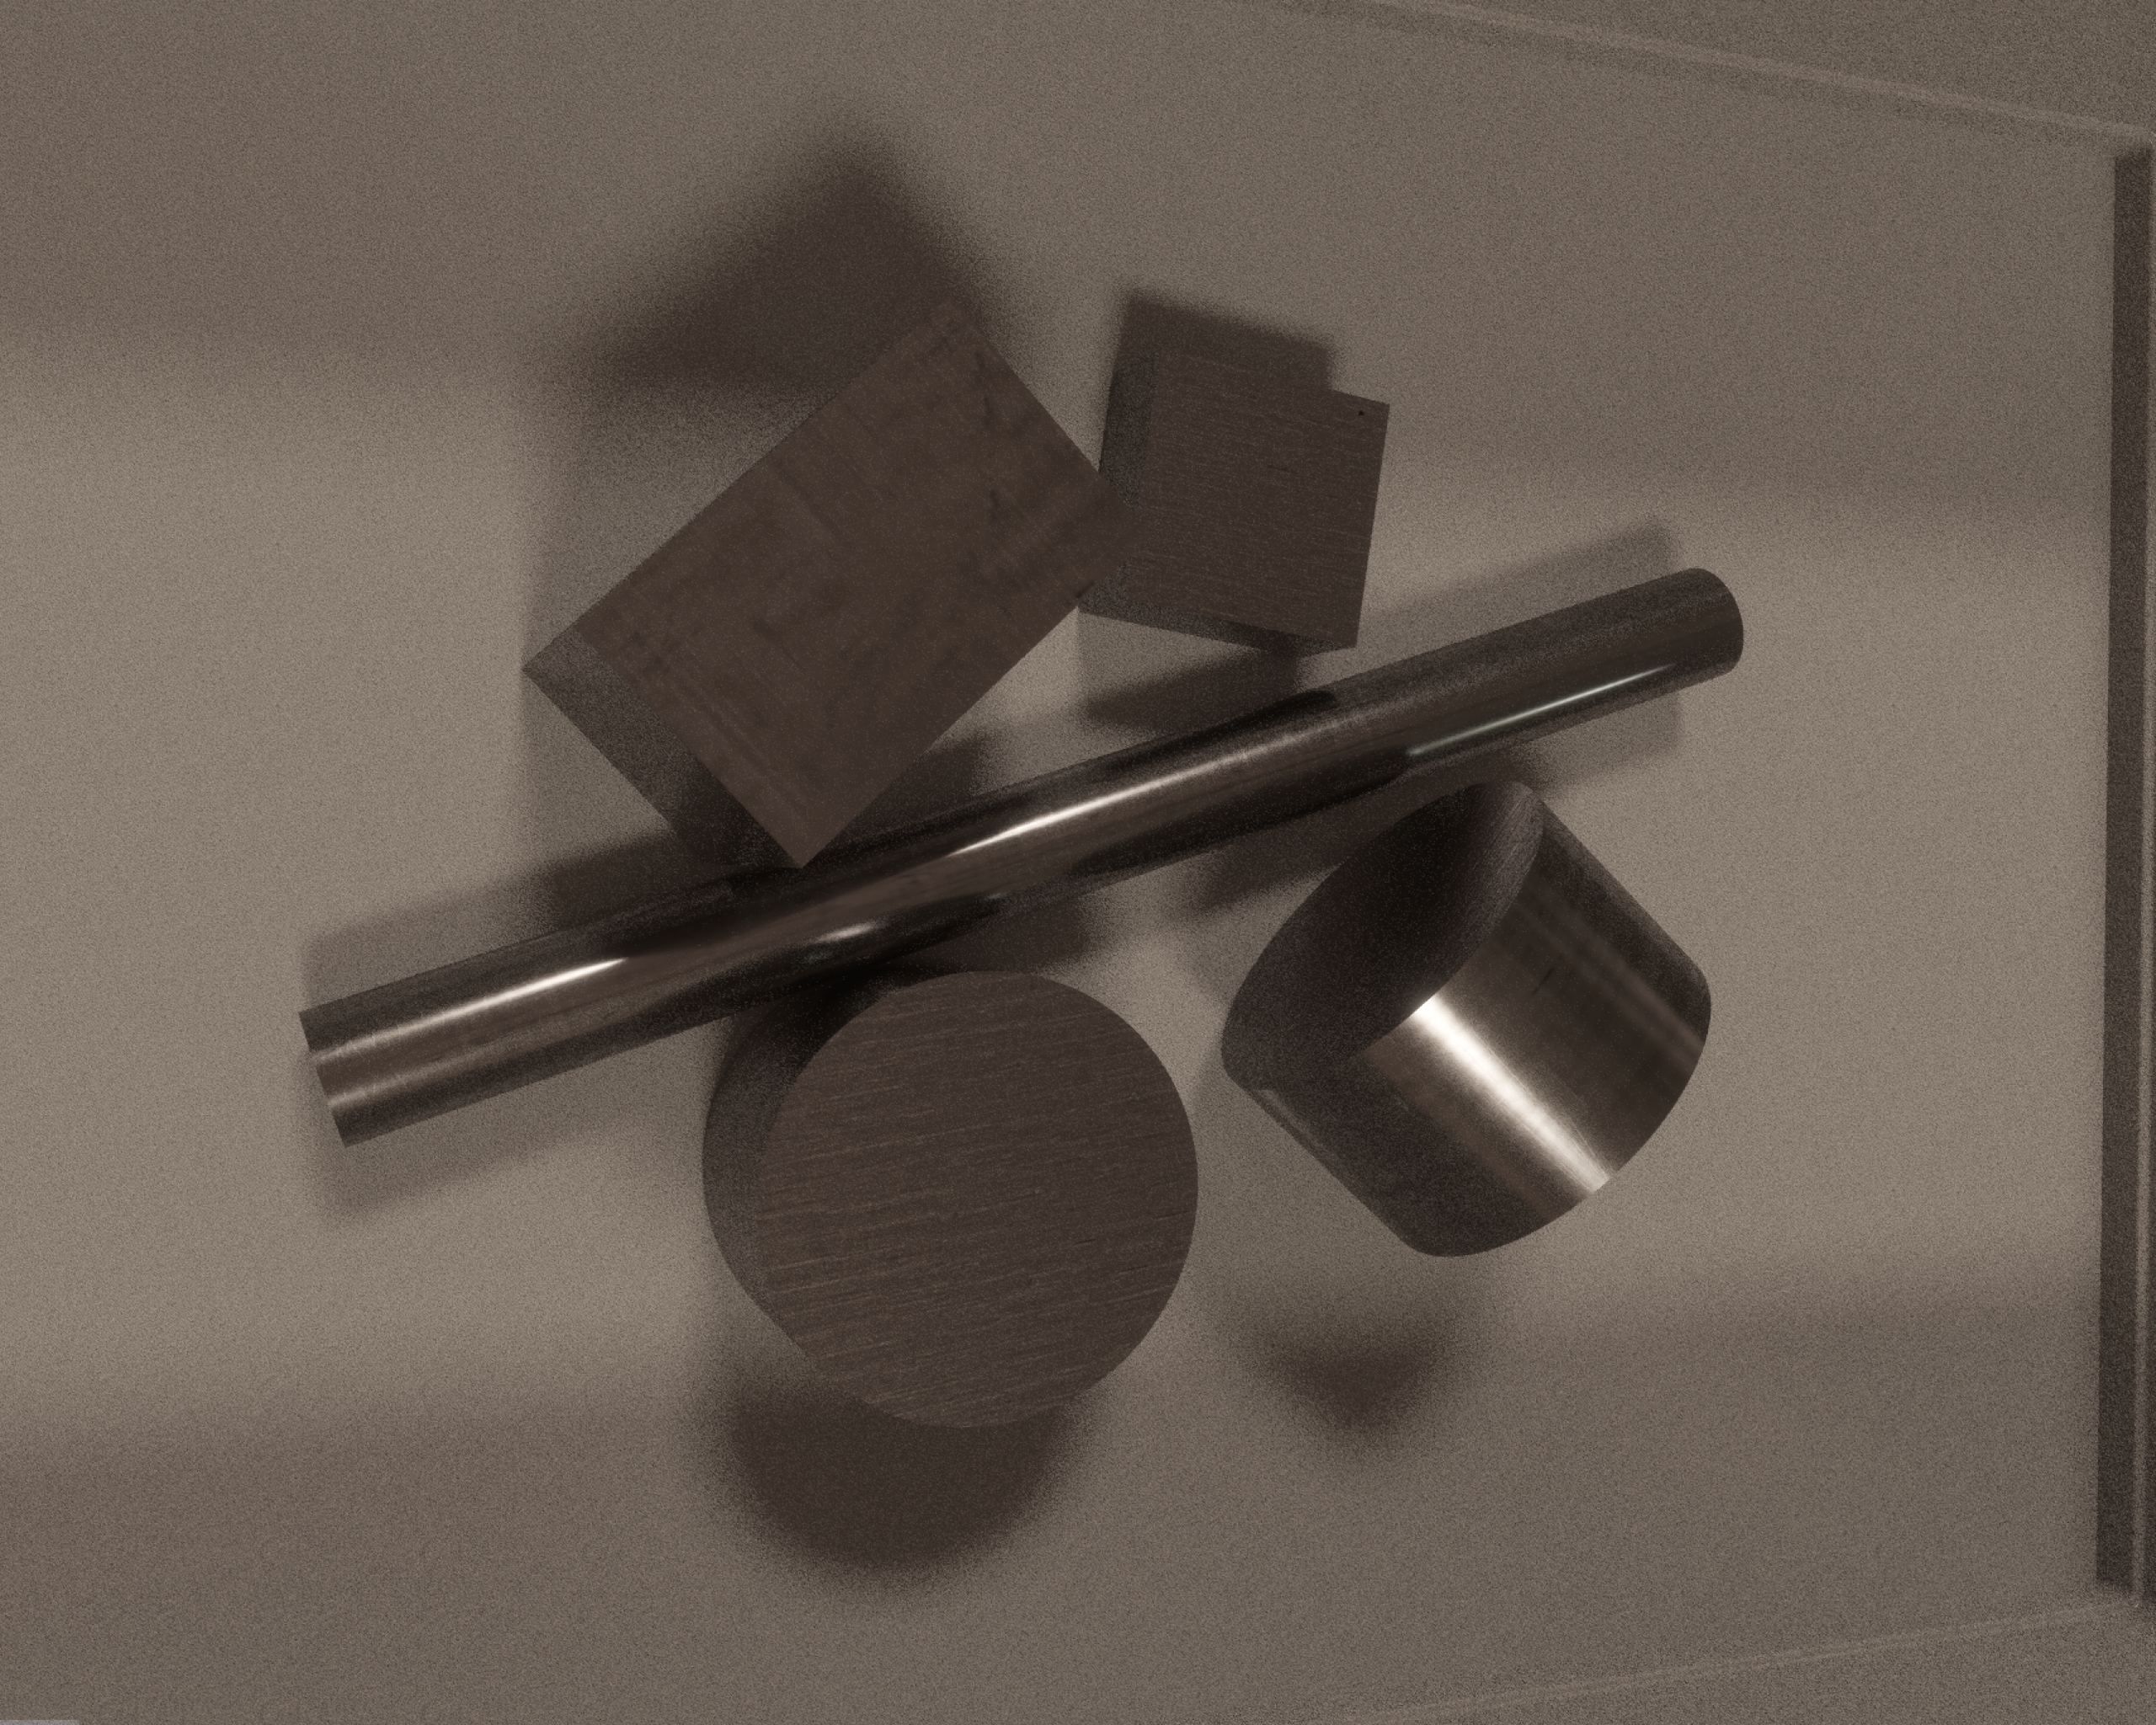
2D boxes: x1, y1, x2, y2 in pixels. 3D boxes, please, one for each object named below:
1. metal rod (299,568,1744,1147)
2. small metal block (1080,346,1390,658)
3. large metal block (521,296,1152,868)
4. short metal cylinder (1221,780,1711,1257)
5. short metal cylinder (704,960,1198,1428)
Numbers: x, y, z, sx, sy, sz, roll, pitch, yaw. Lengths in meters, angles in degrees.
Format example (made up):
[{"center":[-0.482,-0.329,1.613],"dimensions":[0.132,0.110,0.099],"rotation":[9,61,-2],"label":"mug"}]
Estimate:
[{"center":[0.004,-0.008,0.412],"dimensions":[0.302,0.025,0.025],"rotation":[-19,97,-20],"label":"metal rod"},{"center":[0.032,-0.072,0.422],"dimensions":[0.050,0.025,0.050],"rotation":[9,87,-20],"label":"small metal block"},{"center":[-0.045,-0.045,0.364],"dimensions":[0.080,0.080,0.050],"rotation":[-45,105,-15],"label":"large metal block"},{"center":[0.075,0.030,0.409],"dimensions":[0.050,0.080,0.080],"rotation":[45,76,-15],"label":"short metal cylinder"},{"center":[-0.025,0.058,0.387],"dimensions":[0.081,0.050,0.079],"rotation":[0,90,-21],"label":"short metal cylinder"}]
